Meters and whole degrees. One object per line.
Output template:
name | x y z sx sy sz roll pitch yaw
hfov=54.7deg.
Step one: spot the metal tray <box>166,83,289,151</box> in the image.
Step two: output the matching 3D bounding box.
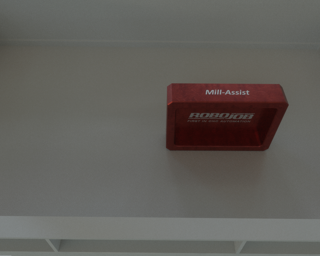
metal tray | 0.073 -0.010 0.372 0.131 0.089 0.030 0 50 0
